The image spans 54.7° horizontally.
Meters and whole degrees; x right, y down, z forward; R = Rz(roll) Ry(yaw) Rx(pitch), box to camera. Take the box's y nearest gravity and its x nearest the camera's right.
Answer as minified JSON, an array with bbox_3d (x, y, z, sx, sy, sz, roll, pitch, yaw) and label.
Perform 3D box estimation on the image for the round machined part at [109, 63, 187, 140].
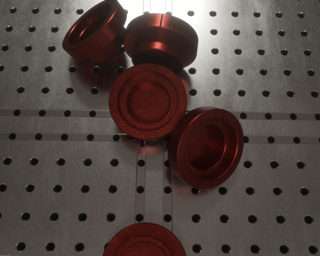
[{"bbox_3d":[-0.014,-0.032,0.406,0.099,0.042,0.097,0,84,4],"label":"round machined part"}]

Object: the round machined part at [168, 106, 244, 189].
[{"bbox_3d":[0.051,0.021,0.378,0.099,0.042,0.097,-8,105,-29],"label":"round machined part"}]

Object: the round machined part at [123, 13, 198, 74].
[{"bbox_3d":[0.000,-0.101,0.410,0.099,0.098,0.042,8,69,2],"label":"round machined part"}]

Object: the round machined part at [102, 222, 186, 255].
[{"bbox_3d":[-0.018,0.156,0.345,0.099,0.042,0.098,0,70,-1],"label":"round machined part"}]

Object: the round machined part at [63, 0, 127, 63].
[{"bbox_3d":[-0.084,-0.130,0.432,0.098,0.042,0.098,-22,44,24],"label":"round machined part"}]
